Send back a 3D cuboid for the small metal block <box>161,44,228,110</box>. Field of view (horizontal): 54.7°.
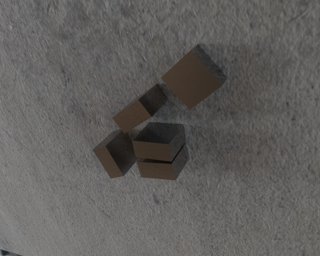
[{"bbox_3d":[0.038,-0.057,0.350,0.050,0.025,0.050,48,129,-6],"label":"small metal block"}]

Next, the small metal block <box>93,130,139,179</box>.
[{"bbox_3d":[-0.061,0.036,0.443,0.025,0.050,0.050,-17,110,34],"label":"small metal block"}]

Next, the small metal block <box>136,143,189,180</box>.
[{"bbox_3d":[0.005,0.043,0.413,0.050,0.050,0.025,0,118,28],"label":"small metal block"}]

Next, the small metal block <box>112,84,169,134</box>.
[{"bbox_3d":[-0.024,-0.024,0.387,0.050,0.050,0.025,-30,102,37],"label":"small metal block"}]

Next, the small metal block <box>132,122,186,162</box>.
[{"bbox_3d":[0.000,0.016,0.400,0.050,0.050,0.025,5,120,25],"label":"small metal block"}]
